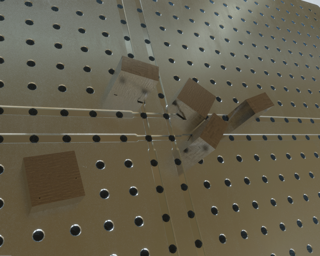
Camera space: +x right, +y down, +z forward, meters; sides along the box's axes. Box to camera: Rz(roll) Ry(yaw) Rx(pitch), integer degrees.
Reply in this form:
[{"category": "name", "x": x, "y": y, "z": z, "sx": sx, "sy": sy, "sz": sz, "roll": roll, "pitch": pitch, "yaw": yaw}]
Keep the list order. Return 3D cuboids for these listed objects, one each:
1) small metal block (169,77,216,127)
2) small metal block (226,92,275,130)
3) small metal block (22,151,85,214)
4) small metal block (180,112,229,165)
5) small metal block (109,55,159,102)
[{"category": "small metal block", "x": 0.049, "y": -0.038, "z": 0.457, "sx": 0.050, "sy": 0.025, "sz": 0.050, "roll": 35, "pitch": 51, "yaw": -5}, {"category": "small metal block", "x": 0.140, "y": -0.026, "z": 0.483, "sx": 0.050, "sy": 0.050, "sz": 0.025, "roll": -20, "pitch": 73, "yaw": -35}, {"category": "small metal block", "x": -0.109, "y": 0.054, "z": 0.316, "sx": 0.050, "sy": 0.025, "sz": 0.050, "roll": -7, "pitch": 65, "yaw": -31}, {"category": "small metal block", "x": 0.059, "y": 0.014, "z": 0.415, "sx": 0.025, "sy": 0.050, "sz": 0.050, "roll": 38, "pitch": 51, "yaw": -3}, {"category": "small metal block", "x": -0.035, "y": -0.064, "z": 0.412, "sx": 0.050, "sy": 0.050, "sz": 0.025, "roll": 13, "pitch": 56, "yaw": -21}]
